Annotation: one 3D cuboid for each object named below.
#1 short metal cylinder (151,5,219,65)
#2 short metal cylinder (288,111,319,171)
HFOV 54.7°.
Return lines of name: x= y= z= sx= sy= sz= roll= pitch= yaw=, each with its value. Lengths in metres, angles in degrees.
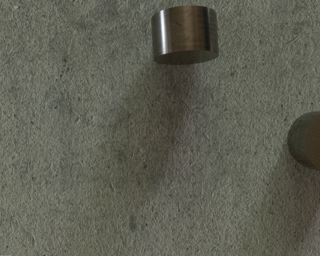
short metal cylinder: x=0.031 y=-0.111 z=0.383 sx=0.080 sy=0.080 sz=0.050 roll=-3 pitch=90 yaw=0
short metal cylinder: x=0.215 y=0.017 z=0.399 sx=0.081 sy=0.050 sz=0.080 roll=0 pitch=90 yaw=0
